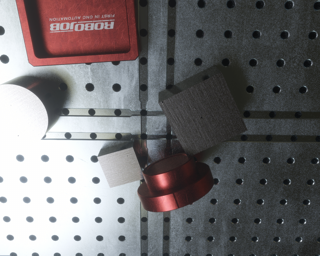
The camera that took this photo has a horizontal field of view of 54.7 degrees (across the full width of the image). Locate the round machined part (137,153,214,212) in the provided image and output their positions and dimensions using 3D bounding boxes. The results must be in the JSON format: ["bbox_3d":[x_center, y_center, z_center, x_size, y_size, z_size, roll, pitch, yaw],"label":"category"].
[{"bbox_3d":[0.016,0.064,0.399,0.098,0.098,0.042,-19,99,7],"label":"round machined part"}]

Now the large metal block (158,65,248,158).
[{"bbox_3d":[0.052,-0.022,0.392,0.080,0.050,0.080,-26,108,9],"label":"large metal block"}]

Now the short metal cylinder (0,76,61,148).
[{"bbox_3d":[-0.173,-0.021,0.391,0.081,0.050,0.079,0,110,0],"label":"short metal cylinder"}]

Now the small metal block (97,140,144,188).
[{"bbox_3d":[-0.053,0.050,0.431,0.050,0.025,0.050,-16,110,5],"label":"small metal block"}]

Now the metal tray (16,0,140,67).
[{"bbox_3d":[-0.092,-0.123,0.364,0.131,0.030,0.089,-3,110,1],"label":"metal tray"}]
